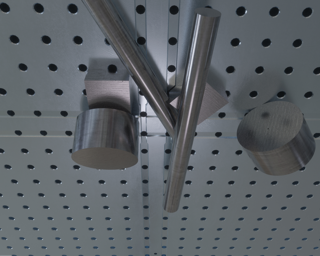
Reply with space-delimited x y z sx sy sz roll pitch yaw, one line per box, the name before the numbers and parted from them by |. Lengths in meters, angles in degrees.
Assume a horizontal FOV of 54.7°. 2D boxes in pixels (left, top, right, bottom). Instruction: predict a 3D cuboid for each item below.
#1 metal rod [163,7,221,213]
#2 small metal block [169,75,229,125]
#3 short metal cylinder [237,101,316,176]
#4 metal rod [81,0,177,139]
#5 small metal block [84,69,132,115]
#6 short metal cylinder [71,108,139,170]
metal rod | 0.031 0.006 0.383 0.025 0.025 0.298 4 130 -4
small metal block | 0.047 -0.038 0.380 0.050 0.025 0.050 36 121 -27
short metal cylinder | 0.144 0.012 0.387 0.080 0.080 0.050 -27 125 21
metal rod | -0.037 -0.088 0.336 0.025 0.025 0.299 -21 127 17
small metal block | -0.061 -0.043 0.375 0.050 0.025 0.050 0 130 -1
short metal cylinder | -0.067 0.016 0.390 0.081 0.050 0.080 0 154 0
